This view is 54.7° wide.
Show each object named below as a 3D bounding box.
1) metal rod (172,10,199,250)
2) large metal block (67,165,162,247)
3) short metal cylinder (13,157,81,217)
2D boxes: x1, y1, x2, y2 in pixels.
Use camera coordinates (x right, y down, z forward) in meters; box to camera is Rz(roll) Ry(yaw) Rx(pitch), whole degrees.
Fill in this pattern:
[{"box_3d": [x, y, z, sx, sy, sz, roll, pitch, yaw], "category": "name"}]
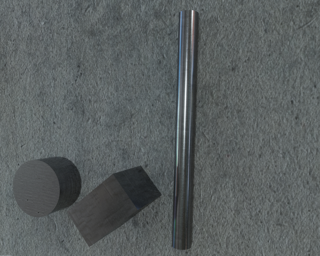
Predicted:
[{"box_3d": [0.032, 0.003, 0.397, 0.025, 0.025, 0.298, 2, 91, 20], "category": "metal rod"}, {"box_3d": [-0.055, 0.097, 0.399, 0.080, 0.080, 0.050, -40, 78, 15], "category": "large metal block"}, {"box_3d": [-0.164, 0.084, 0.454, 0.080, 0.050, 0.079, 0, 90, 20], "category": "short metal cylinder"}]
